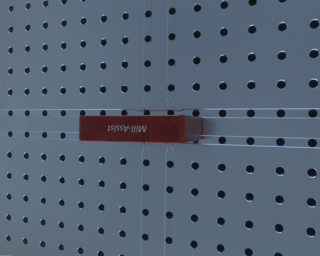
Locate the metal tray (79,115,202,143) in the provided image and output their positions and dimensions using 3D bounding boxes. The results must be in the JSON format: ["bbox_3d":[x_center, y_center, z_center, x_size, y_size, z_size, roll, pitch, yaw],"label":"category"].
[{"bbox_3d":[-0.021,0.000,0.386,0.130,0.090,0.030,0,91,20],"label":"metal tray"}]
